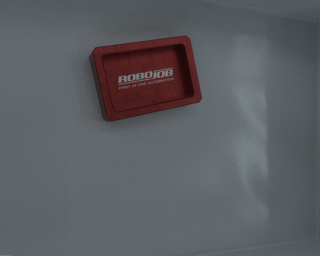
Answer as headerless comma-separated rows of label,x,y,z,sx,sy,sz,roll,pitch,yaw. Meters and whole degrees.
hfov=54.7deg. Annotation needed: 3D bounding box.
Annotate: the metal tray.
metal tray,-0.016,-0.065,0.402,0.131,0.030,0.089,-14,95,-20
